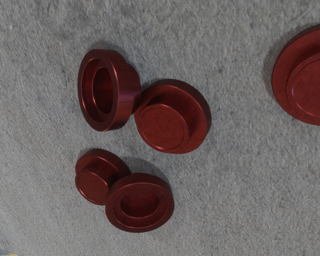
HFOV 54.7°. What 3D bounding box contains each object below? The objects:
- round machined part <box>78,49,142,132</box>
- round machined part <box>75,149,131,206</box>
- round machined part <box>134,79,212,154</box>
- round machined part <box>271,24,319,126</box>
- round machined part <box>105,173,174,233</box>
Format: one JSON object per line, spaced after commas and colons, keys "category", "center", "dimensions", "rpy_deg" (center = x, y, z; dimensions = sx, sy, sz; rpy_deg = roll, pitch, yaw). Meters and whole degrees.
{"category": "round machined part", "center": [-0.060, -0.046, 0.379], "dimensions": [0.098, 0.042, 0.097], "rpy_deg": [12, 106, 48]}
{"category": "round machined part", "center": [-0.096, 0.085, 0.497], "dimensions": [0.098, 0.042, 0.097], "rpy_deg": [13, 124, 20]}
{"category": "round machined part", "center": [0.011, -0.008, 0.384], "dimensions": [0.098, 0.042, 0.097], "rpy_deg": [13, 124, 20]}
{"category": "round machined part", "center": [0.155, -0.044, 0.287], "dimensions": [0.098, 0.042, 0.097], "rpy_deg": [13, 124, 20]}
{"category": "round machined part", "center": [-0.030, 0.105, 0.457], "dimensions": [0.099, 0.042, 0.097], "rpy_deg": [-4, 121, -6]}
